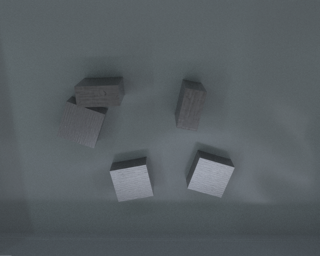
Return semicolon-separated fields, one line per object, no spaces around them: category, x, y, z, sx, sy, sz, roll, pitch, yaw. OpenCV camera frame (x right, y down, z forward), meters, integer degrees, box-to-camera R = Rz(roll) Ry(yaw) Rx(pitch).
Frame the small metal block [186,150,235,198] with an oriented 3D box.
small metal block;0.070;0.064;0.435;0.050;0.025;0.050;16;109;-6

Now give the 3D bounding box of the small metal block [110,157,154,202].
small metal block;-0.039;0.072;0.438;0.050;0.025;0.050;-11;110;4

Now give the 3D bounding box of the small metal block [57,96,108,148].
small metal block;-0.102;-0.008;0.407;0.050;0.025;0.050;19;109;-7

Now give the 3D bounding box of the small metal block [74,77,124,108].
small metal block;-0.072;-0.045;0.381;0.050;0.050;0.025;-2;110;0

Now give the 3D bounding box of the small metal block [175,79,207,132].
small metal block;0.037;-0.029;0.387;0.025;0.050;0.050;11;110;-4
